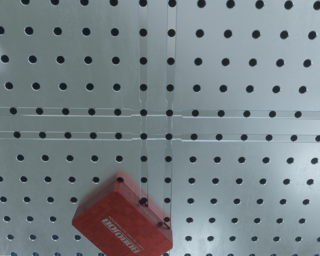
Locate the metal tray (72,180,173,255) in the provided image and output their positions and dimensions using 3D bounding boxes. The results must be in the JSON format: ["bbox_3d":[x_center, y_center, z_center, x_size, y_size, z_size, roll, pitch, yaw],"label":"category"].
[{"bbox_3d":[-0.054,0.152,0.466,0.090,0.030,0.130,-38,106,12],"label":"metal tray"}]
